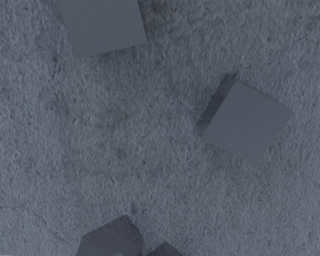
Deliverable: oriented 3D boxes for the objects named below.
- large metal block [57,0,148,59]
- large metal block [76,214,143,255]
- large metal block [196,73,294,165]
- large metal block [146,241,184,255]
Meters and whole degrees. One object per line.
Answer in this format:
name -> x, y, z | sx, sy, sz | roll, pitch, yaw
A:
large metal block -> -0.062, -0.129, 0.348 | 0.080, 0.050, 0.079 | -12, 110, 4
large metal block -> -0.073, 0.184, 0.447 | 0.080, 0.080, 0.050 | -28, 108, 9
large metal block -> 0.103, -0.012, 0.394 | 0.080, 0.050, 0.080 | 26, 108, -10
large metal block -> 0.019, 0.235, 0.468 | 0.050, 0.080, 0.080 | -41, 106, 13
